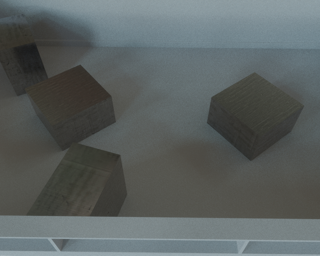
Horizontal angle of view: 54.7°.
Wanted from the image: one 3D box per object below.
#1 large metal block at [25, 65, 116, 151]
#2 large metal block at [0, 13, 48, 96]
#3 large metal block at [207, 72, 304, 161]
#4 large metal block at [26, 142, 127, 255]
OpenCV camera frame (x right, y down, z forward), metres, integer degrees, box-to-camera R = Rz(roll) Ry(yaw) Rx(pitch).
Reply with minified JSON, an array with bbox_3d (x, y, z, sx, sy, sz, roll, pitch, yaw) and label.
[{"bbox_3d":[-0.117,-0.029,0.413,0.081,0.050,0.080,-31,57,-23],"label":"large metal block"},{"bbox_3d":[-0.207,-0.108,0.459,0.050,0.080,0.080,-21,53,-16],"label":"large metal block"},{"bbox_3d":[0.121,-0.017,0.404,0.081,0.050,0.080,-30,56,-23],"label":"large metal block"},{"bbox_3d":[-0.074,0.074,0.306,0.050,0.080,0.080,14,52,11],"label":"large metal block"}]
